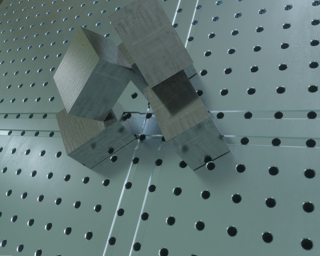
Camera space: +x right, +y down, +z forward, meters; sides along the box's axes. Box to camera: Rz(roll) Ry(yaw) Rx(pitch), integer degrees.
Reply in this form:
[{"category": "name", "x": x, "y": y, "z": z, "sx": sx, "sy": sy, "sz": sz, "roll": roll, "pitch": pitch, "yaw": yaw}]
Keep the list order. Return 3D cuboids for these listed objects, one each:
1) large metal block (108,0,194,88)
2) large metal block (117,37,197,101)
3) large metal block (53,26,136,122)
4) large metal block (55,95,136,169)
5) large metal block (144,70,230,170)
[{"category": "large metal block", "x": -0.010, "y": -0.092, "z": 0.343, "sx": 0.050, "sy": 0.080, "sz": 0.080, "roll": -31, "pitch": 9, "yaw": 3}, {"category": "large metal block", "x": -0.007, "y": -0.091, "z": 0.429, "sx": 0.080, "sy": 0.080, "sz": 0.050, "roll": -36, "pitch": 52, "yaw": 4}, {"category": "large metal block", "x": -0.086, "y": -0.068, "z": 0.393, "sx": 0.080, "sy": 0.050, "sz": 0.080, "roll": -53, "pitch": 47, "yaw": 23}, {"category": "large metal block", "x": -0.092, "y": -0.003, "z": 0.440, "sx": 0.080, "sy": 0.050, "sz": 0.080, "roll": -34, "pitch": 52, "yaw": 5}, {"category": "large metal block", "x": 0.032, "y": -0.009, "z": 0.359, "sx": 0.050, "sy": 0.080, "sz": 0.080, "roll": -30, "pitch": 52, "yaw": 9}]
